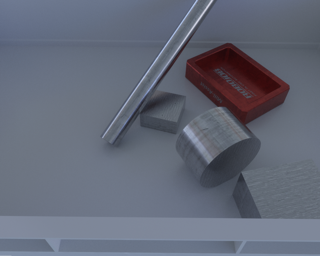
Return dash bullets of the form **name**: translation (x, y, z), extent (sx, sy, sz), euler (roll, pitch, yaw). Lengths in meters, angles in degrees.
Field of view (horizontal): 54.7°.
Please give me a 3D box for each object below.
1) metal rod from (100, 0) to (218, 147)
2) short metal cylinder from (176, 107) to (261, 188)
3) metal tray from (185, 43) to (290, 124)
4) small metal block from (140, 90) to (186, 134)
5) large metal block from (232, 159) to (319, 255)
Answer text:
- **metal rod**: translation (0.017, -0.105, 0.416), extent (0.025, 0.025, 0.300), euler (30, 80, 22)
- **short metal cylinder**: translation (0.065, 0.022, 0.351), extent (0.081, 0.080, 0.050), euler (-23, 54, -18)
- **metal tray**: translation (0.111, -0.070, 0.462), extent (0.091, 0.030, 0.130), euler (-27, 55, -21)
- **small metal block**: translation (0.005, -0.023, 0.425), extent (0.050, 0.025, 0.050), euler (13, 51, 10)
- **large metal block**: translation (0.131, 0.085, 0.319), extent (0.081, 0.050, 0.080), euler (-9, 51, -8)
